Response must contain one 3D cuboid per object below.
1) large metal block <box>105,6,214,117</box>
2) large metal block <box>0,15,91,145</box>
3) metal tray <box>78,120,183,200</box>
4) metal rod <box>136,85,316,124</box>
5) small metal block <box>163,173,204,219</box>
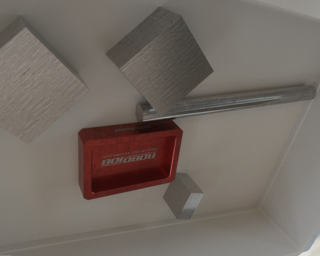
[{"bbox_3d":[0.001,-0.074,0.349,0.080,0.050,0.080,-42,130,0],"label":"large metal block"},{"bbox_3d":[-0.129,-0.044,0.295,0.080,0.050,0.080,-42,130,0],"label":"large metal block"},{"bbox_3d":[-0.039,0.040,0.410,0.131,0.030,0.089,-7,122,-25],"label":"metal tray"},{"bbox_3d":[0.111,-0.038,0.447,0.303,0.025,0.025,-9,122,-24],"label":"metal rod"},{"bbox_3d":[0.035,0.105,0.479,0.025,0.050,0.050,11,113,-34],"label":"small metal block"}]
